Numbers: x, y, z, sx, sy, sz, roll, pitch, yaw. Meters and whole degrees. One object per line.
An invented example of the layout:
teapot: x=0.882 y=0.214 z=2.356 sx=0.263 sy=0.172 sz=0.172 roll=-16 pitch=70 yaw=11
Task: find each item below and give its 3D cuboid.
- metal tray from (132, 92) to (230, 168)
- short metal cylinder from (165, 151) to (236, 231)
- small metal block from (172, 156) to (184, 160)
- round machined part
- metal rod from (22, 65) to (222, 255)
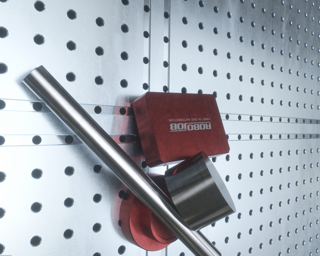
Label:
metal tray: x=0.032 y=0.000 z=0.418 sx=0.131 sy=0.030 sz=0.090 roll=-3 pitch=74 yaw=-40
short metal cylinder: x=0.048 y=0.074 z=0.369 sx=0.050 sy=0.080 sz=0.080 roll=-30 pitch=117 yaw=11
small metal block: x=0.025 y=0.015 z=0.432 sx=0.050 sy=0.025 sz=0.050 roll=-13 pitch=98 yaw=-40
round machined part: x=0.001 y=0.110 z=0.401 sx=0.099 sy=0.042 sz=0.097 roll=0 pitch=90 yaw=-40
metal rod: x=-0.030 y=0.054 z=0.345 sx=0.300 sy=0.025 sz=0.025 roll=48 pitch=60 yaw=-15
